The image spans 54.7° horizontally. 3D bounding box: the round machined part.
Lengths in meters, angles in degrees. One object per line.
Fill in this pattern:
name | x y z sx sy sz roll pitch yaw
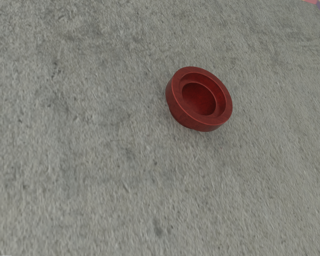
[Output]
round machined part | 0.052 -0.037 0.445 0.099 0.042 0.098 14 56 -21
